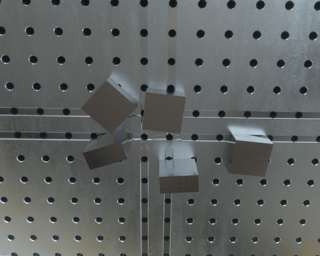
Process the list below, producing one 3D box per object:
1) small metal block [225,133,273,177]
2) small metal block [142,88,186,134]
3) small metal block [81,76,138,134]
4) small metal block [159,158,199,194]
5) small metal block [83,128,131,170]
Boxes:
[{"bbox_3d":[0.122,0.037,0.428,0.050,0.025,0.050,6,110,-3],"label":"small metal block"},{"bbox_3d":[0.004,-0.023,0.405,0.050,0.025,0.050,7,110,-3],"label":"small metal block"},{"bbox_3d":[-0.064,-0.030,0.402,0.050,0.025,0.050,42,105,-14],"label":"small metal block"},{"bbox_3d":[0.025,0.064,0.424,0.050,0.050,0.025,-3,110,1],"label":"small metal block"},{"bbox_3d":[-0.068,0.026,0.409,0.050,0.050,0.025,-16,109,6],"label":"small metal block"}]
